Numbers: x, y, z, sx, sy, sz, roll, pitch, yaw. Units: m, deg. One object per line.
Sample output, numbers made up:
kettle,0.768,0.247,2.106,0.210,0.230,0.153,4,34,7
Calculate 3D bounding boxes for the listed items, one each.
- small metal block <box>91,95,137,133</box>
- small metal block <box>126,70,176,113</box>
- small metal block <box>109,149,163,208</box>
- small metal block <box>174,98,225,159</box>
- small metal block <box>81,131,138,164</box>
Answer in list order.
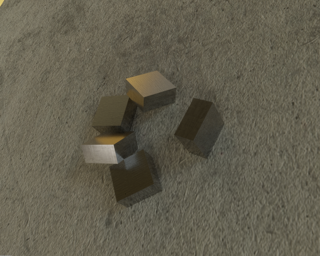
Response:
small metal block,-0.065,-0.019,0.450,0.050,0.025,0.050,-1,61,28
small metal block,-0.013,-0.052,0.428,0.050,0.025,0.050,-20,46,-26
small metal block,-0.030,0.062,0.382,0.050,0.025,0.050,-28,52,10
small metal block,0.048,0.001,0.362,0.025,0.050,0.050,18,71,35
small metal block,-0.065,0.025,0.405,0.050,0.025,0.050,-2,17,27
